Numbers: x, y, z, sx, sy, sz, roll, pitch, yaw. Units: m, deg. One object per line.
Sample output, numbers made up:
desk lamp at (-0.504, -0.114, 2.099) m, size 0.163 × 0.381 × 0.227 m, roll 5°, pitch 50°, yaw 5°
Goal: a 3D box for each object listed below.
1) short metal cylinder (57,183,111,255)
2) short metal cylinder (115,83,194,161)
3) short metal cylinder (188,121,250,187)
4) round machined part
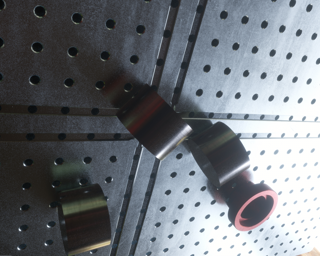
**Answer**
short metal cylinder at (-0.098, 0.115, 0.393) m, size 0.050 × 0.080 × 0.079 m, roll -8°, pitch 122°, yaw -25°
short metal cylinder at (-0.006, -0.007, 0.368) m, size 0.050 × 0.080 × 0.080 m, roll -44°, pitch 129°, yaw 2°
short metal cylinder at (0.083, 0.037, 0.444) m, size 0.050 × 0.080 × 0.080 m, roll -31°, pitch 129°, yaw -9°
round machined part at (0.167, 0.141, 0.579) m, size 0.099 × 0.042 × 0.097 m, roll -14°, pitch 124°, yaw -21°
